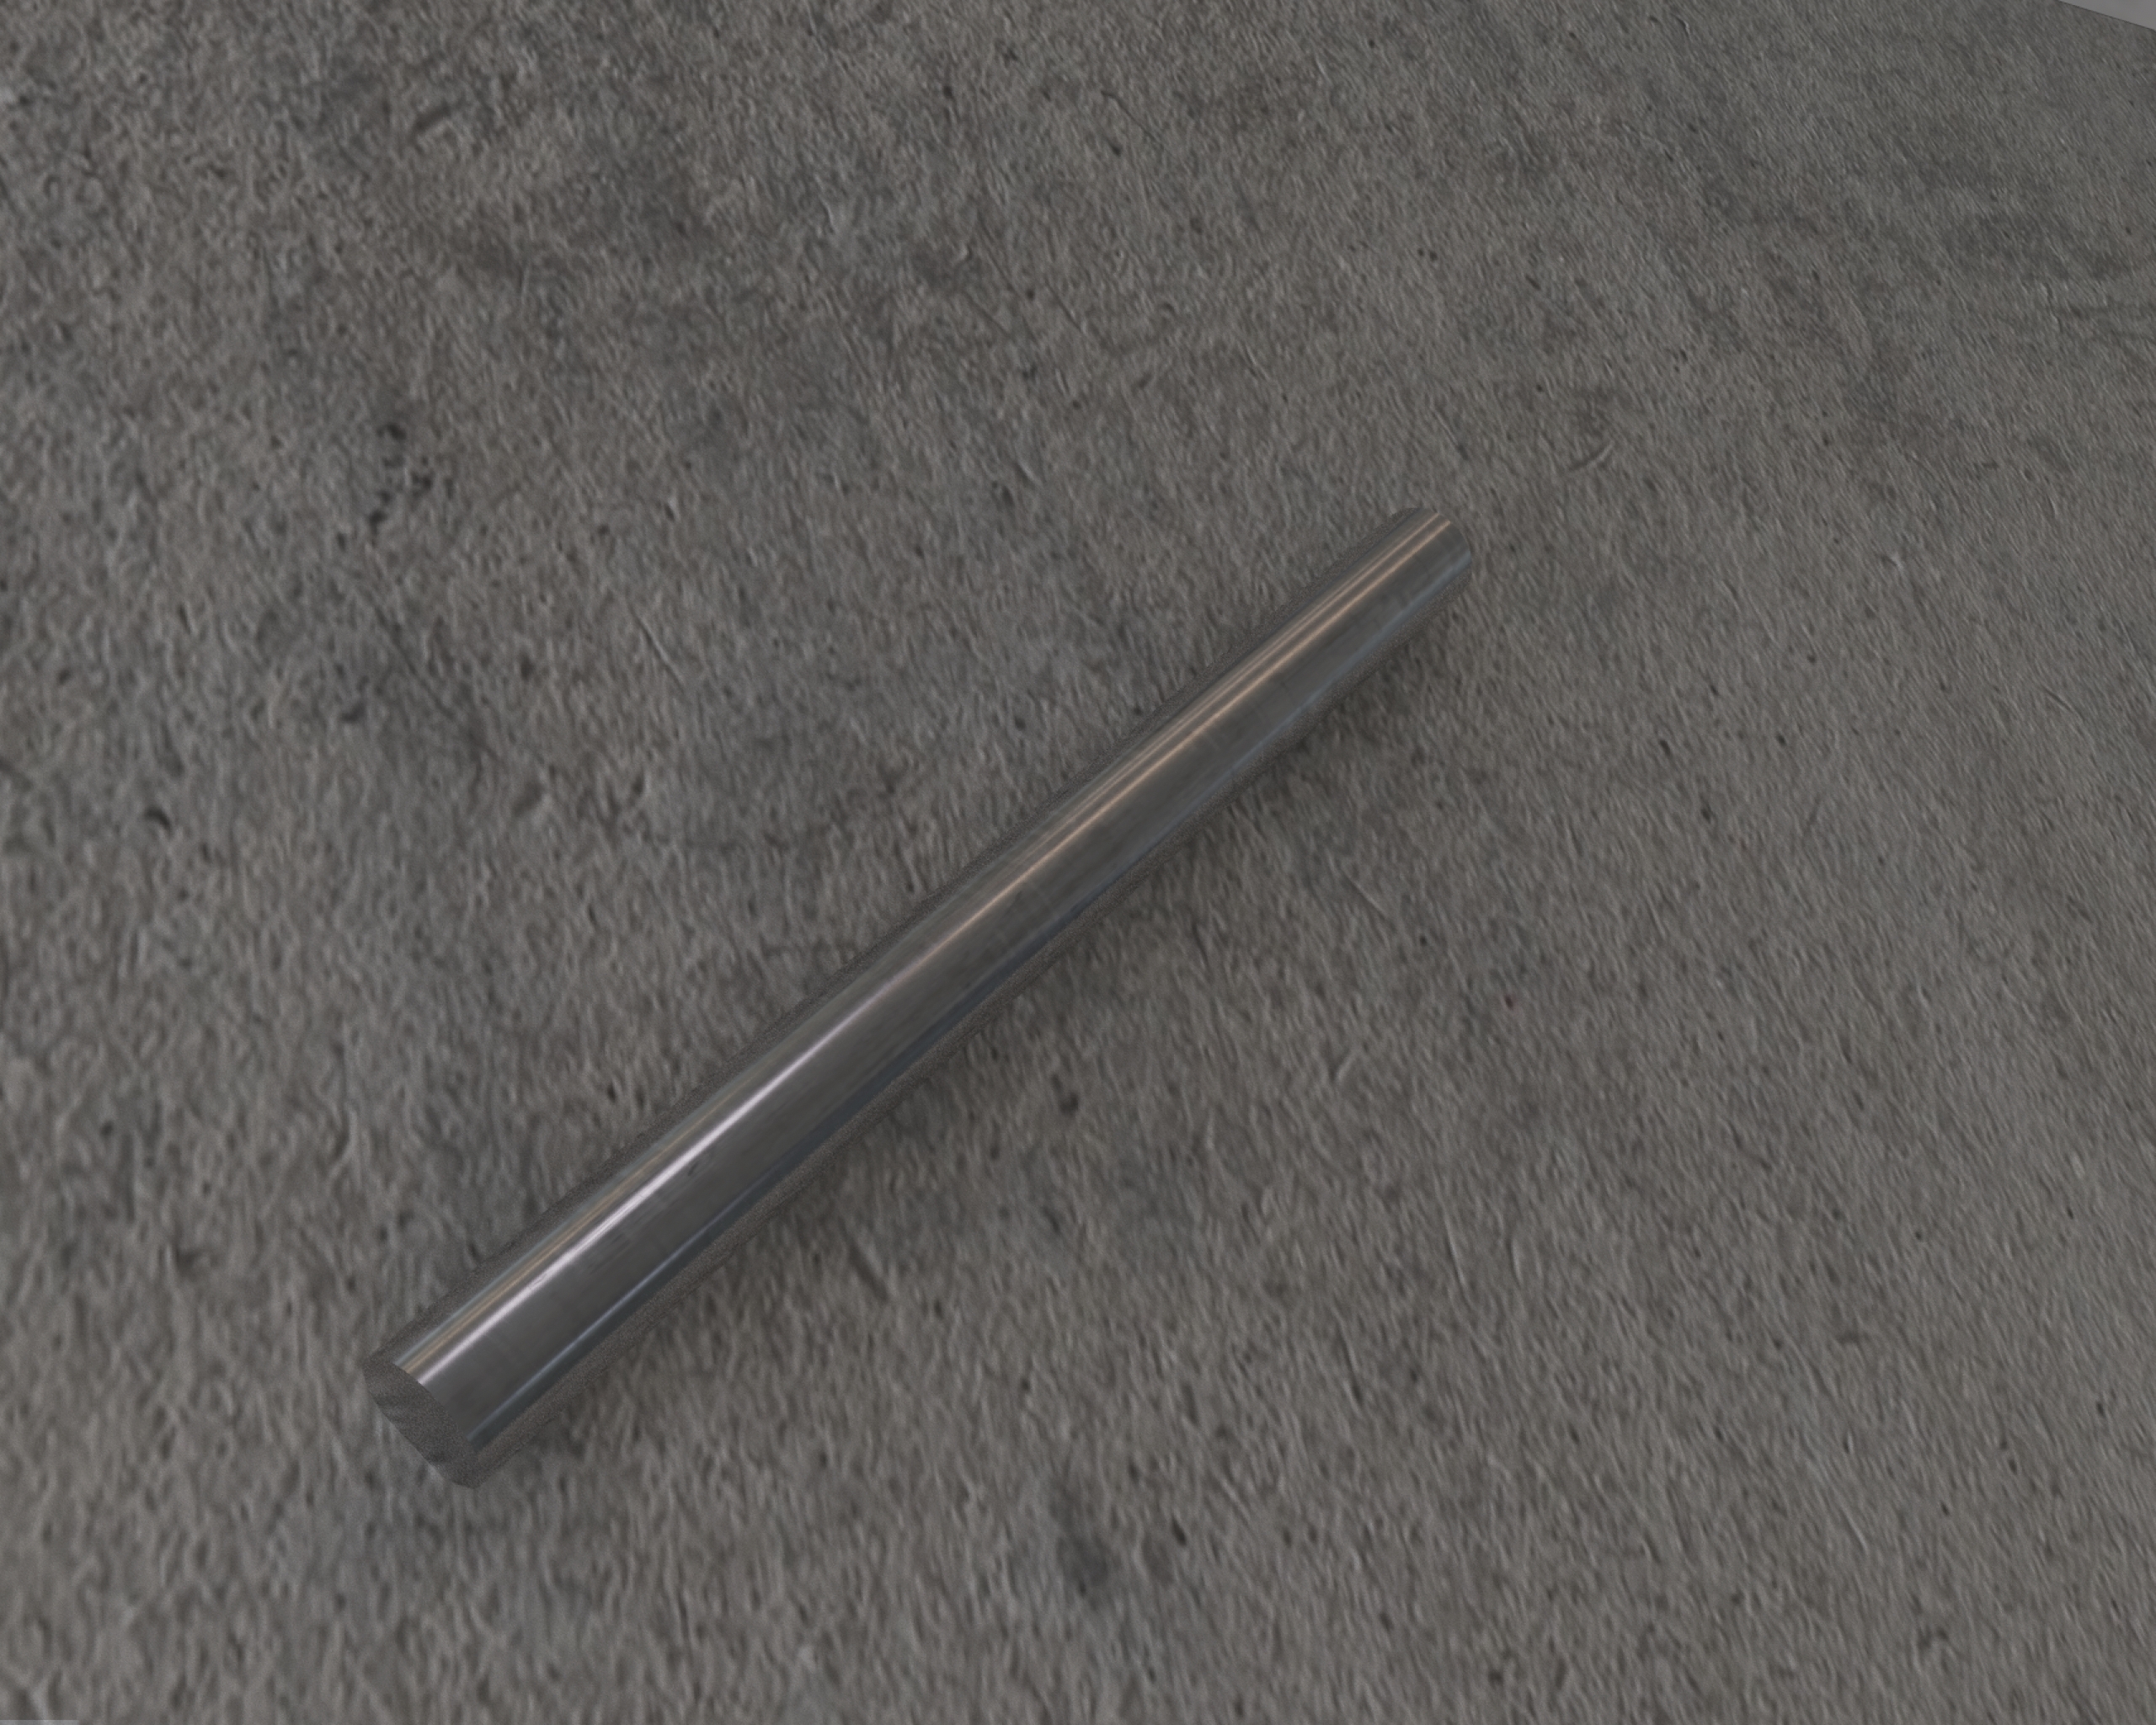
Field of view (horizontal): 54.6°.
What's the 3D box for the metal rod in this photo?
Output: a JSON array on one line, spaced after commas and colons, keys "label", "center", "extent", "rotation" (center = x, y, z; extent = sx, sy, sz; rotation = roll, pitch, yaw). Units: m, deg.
[{"label": "metal rod", "center": [-0.007, 0.005, 0.399], "extent": [0.025, 0.025, 0.302], "rotation": [46, 51, 4]}]
